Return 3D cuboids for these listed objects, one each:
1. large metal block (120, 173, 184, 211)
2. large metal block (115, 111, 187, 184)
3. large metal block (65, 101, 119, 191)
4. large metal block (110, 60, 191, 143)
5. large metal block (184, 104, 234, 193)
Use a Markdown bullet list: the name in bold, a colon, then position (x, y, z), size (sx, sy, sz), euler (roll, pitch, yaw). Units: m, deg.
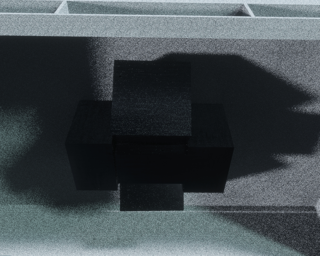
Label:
- **large metal block**: position (-0.011, 0.081, 0.431), size (0.081, 0.080, 0.050), euler (0, 88, -2)
- **large metal block**: position (-0.010, 0.023, 0.391), size (0.081, 0.080, 0.050), euler (1, 130, -1)
- **large metal block**: position (-0.078, 0.021, 0.389), size (0.050, 0.080, 0.079), euler (0, 130, -1)
- **large metal block**: position (-0.009, -0.026, 0.341), size (0.081, 0.080, 0.050), euler (1, 168, -1)
- **large metal block**: position (0.055, 0.025, 0.393), size (0.050, 0.080, 0.079), euler (1, 130, -1)
